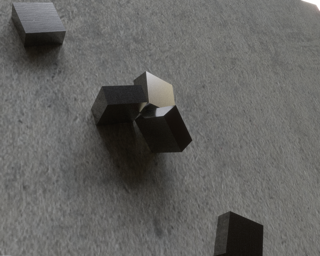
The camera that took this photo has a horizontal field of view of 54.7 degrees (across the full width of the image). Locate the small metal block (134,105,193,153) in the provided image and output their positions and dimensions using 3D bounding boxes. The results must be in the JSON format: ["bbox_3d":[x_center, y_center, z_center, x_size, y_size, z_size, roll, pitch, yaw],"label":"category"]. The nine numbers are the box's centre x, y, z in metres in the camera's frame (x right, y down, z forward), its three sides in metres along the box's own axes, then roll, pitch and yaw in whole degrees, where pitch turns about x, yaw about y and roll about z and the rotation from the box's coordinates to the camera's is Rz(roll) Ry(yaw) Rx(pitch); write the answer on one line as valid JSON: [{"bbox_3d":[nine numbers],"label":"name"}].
[{"bbox_3d":[0.004,0.003,0.379,0.025,0.050,0.050,-43,115,-39],"label":"small metal block"}]

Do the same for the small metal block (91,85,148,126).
[{"bbox_3d":[-0.051,-0.027,0.378,0.050,0.050,0.025,-7,65,-31],"label":"small metal block"}]

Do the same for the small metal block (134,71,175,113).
[{"bbox_3d":[-0.007,-0.041,0.417,0.050,0.025,0.050,22,51,-40],"label":"small metal block"}]

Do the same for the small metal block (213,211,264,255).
[{"bbox_3d":[0.096,0.136,0.374,0.050,0.025,0.050,26,53,-13],"label":"small metal block"}]

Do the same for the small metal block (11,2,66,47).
[{"bbox_3d":[-0.158,-0.135,0.402,0.050,0.025,0.050,-17,71,-35],"label":"small metal block"}]
